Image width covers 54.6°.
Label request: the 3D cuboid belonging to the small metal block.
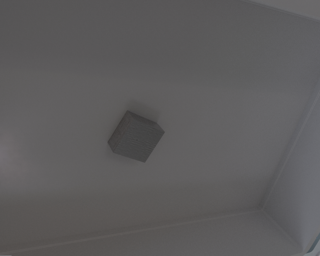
[{"bbox_3d":[-0.031,0.012,0.399,0.050,0.025,0.050,23,106,-37],"label":"small metal block"}]
